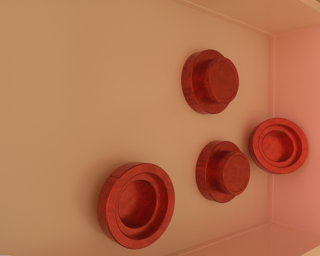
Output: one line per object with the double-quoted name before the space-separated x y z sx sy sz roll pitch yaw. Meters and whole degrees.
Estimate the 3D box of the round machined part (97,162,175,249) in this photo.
"round machined part" -0.032 0.089 0.371 0.099 0.042 0.097 0 90 -40

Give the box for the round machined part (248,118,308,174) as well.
"round machined part" 0.205 0.033 0.550 0.099 0.042 0.098 1 79 -4

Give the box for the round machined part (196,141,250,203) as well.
"round machined part" 0.105 0.069 0.486 0.099 0.042 0.097 0 90 -40

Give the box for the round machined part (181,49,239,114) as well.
"round machined part" 0.082 -0.070 0.467 0.099 0.042 0.097 0 90 -40
